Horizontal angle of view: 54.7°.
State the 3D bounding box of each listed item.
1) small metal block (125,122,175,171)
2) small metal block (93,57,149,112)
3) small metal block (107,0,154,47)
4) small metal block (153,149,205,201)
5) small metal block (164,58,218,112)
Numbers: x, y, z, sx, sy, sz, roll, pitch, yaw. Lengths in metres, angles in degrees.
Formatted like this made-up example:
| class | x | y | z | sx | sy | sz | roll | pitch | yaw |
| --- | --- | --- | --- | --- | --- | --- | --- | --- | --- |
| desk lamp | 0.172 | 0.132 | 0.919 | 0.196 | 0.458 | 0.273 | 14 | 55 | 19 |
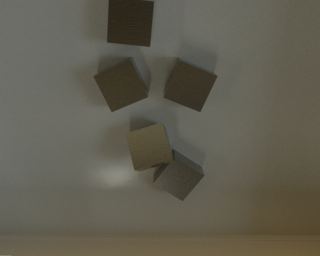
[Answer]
| class | x | y | z | sx | sy | sz | roll | pitch | yaw |
| --- | --- | --- | --- | --- | --- | --- | --- | --- | --- |
| small metal block | -0.013 | 0.026 | 0.408 | 0.050 | 0.025 | 0.050 | -17 | 76 | 6 |
| small metal block | -0.048 | -0.055 | 0.391 | 0.050 | 0.025 | 0.050 | -22 | 109 | 8 |
| small metal block | -0.034 | -0.125 | 0.365 | 0.050 | 0.025 | 0.050 | 5 | 110 | -2 |
| small metal block | 0.026 | 0.067 | 0.436 | 0.050 | 0.025 | 0.050 | 33 | 107 | -12 |
| small metal block | 0.037 | -0.055 | 0.391 | 0.050 | 0.025 | 0.050 | 21 | 109 | -8 |
